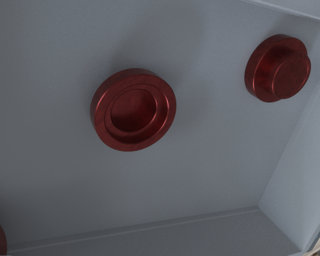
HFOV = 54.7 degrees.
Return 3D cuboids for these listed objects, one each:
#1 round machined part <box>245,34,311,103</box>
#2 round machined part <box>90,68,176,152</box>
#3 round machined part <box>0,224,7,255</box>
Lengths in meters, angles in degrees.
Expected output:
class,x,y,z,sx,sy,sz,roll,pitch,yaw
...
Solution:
class,x,y,z,sx,sy,sz,roll,pitch,yaw
round machined part,0.174,-0.080,0.443,0.099,0.042,0.097,-14,124,-21
round machined part,-0.034,-0.024,0.364,0.099,0.042,0.097,-14,124,-21
round machined part,-0.219,0.141,0.341,0.099,0.098,0.042,-25,164,-13
